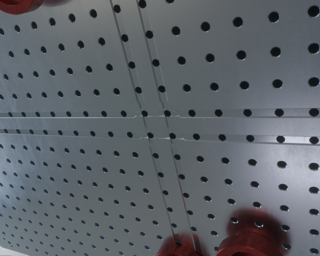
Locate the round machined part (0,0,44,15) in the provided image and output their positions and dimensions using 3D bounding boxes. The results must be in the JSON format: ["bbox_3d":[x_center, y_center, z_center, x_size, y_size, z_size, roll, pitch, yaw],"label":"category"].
[{"bbox_3d":[-0.174,-0.192,0.375,0.098,0.042,0.097,13,124,21],"label":"round machined part"}]

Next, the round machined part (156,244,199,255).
[{"bbox_3d":[0.033,0.253,0.540,0.098,0.042,0.097,13,124,21],"label":"round machined part"}]

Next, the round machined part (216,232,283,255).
[{"bbox_3d":[0.133,0.190,0.448,0.098,0.042,0.097,13,124,21],"label":"round machined part"}]
